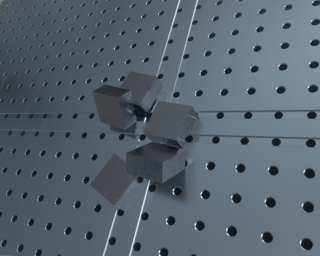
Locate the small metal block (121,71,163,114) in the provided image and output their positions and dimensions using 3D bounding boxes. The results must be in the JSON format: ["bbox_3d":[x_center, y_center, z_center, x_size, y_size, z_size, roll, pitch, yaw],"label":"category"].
[{"bbox_3d":[-0.032,-0.053,0.456,0.050,0.025,0.050,18,71,34],"label":"small metal block"}]

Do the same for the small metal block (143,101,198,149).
[{"bbox_3d":[0.014,-0.005,0.403,0.050,0.025,0.050,12,68,33],"label":"small metal block"}]

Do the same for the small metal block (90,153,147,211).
[{"bbox_3d":[-0.051,0.068,0.392,0.050,0.025,0.050,29,77,37],"label":"small metal block"}]

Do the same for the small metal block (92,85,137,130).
[{"bbox_3d":[-0.064,-0.030,0.439,0.050,0.050,0.025,16,39,34],"label":"small metal block"}]

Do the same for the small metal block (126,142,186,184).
[{"bbox_3d":[-0.004,0.039,0.367,0.050,0.050,0.025,11,108,32],"label":"small metal block"}]
